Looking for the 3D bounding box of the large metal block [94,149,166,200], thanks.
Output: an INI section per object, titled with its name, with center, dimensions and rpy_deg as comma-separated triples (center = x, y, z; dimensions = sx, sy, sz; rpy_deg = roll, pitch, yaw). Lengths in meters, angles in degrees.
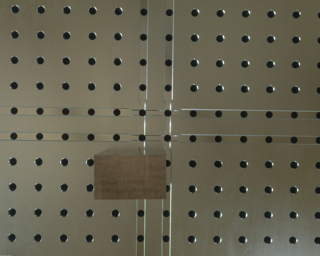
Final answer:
[large metal block]
center = -0.033, 0.055, 0.386
dimensions = 0.081, 0.080, 0.050
rpy_deg = 0, 90, -1
